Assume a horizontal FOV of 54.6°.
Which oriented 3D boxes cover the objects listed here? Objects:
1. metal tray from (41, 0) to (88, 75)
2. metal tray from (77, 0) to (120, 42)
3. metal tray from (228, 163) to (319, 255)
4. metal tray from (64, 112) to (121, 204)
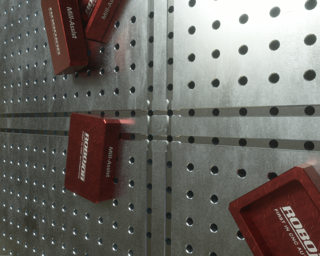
[{"bbox_3d":[-0.158,-0.159,0.509,0.090,0.030,0.129,-4,97,57],"label":"metal tray"},{"bbox_3d":[-0.103,-0.216,0.492,0.090,0.030,0.129,48,118,29],"label":"metal tray"},{"bbox_3d":[0.136,0.111,0.294,0.090,0.030,0.130,-41,65,32],"label":"metal tray"},{"bbox_3d":[-0.111,0.045,0.499,0.090,0.030,0.129,12,97,39],"label":"metal tray"}]
